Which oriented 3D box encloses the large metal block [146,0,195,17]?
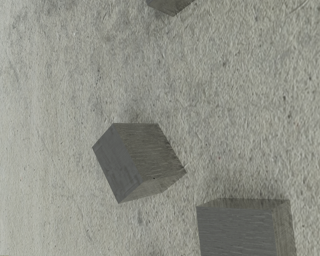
[{"bbox_3d":[0.019,-0.197,0.373,0.080,0.050,0.080,-27,73,37],"label":"large metal block"}]

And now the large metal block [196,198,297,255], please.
[{"bbox_3d":[0.088,0.117,0.316,0.080,0.050,0.080,-9,84,39],"label":"large metal block"}]

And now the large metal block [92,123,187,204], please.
[{"bbox_3d":[-0.026,0.041,0.390,0.050,0.081,0.080,-45,63,31],"label":"large metal block"}]
